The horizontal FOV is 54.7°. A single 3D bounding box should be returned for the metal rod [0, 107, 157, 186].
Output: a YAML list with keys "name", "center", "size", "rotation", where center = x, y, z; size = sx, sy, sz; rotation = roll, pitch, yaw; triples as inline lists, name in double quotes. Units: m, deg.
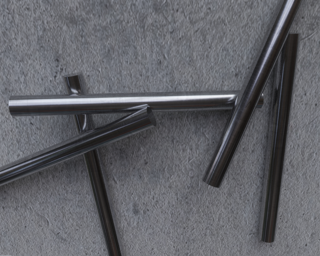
- name: "metal rod"
  center: [-0.145, 0.039, 0.402]
  size: [0.301, 0.025, 0.025]
  rotation: [-21, 109, 15]

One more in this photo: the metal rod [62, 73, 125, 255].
- name: "metal rod"
  center: [-0.087, 0.072, 0.435]
  size: [0.025, 0.025, 0.298]
  rotation: [-8, 110, 3]

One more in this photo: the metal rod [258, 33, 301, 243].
- name: "metal rod"
  center: [0.159, 0.027, 0.420]
  size: [0.025, 0.025, 0.298]
  rotation: [-2, 110, 0]

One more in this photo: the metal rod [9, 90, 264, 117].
- name: "metal rod"
  center: [-0.022, -0.031, 0.380]
  size: [0.302, 0.025, 0.025]
  rotation: [-2, 110, -7]

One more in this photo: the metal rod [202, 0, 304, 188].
- name: "metal rod"
  center: [0.118, -0.068, 0.362]
  size: [0.025, 0.025, 0.298]
  rotation: [20, 100, -7]
